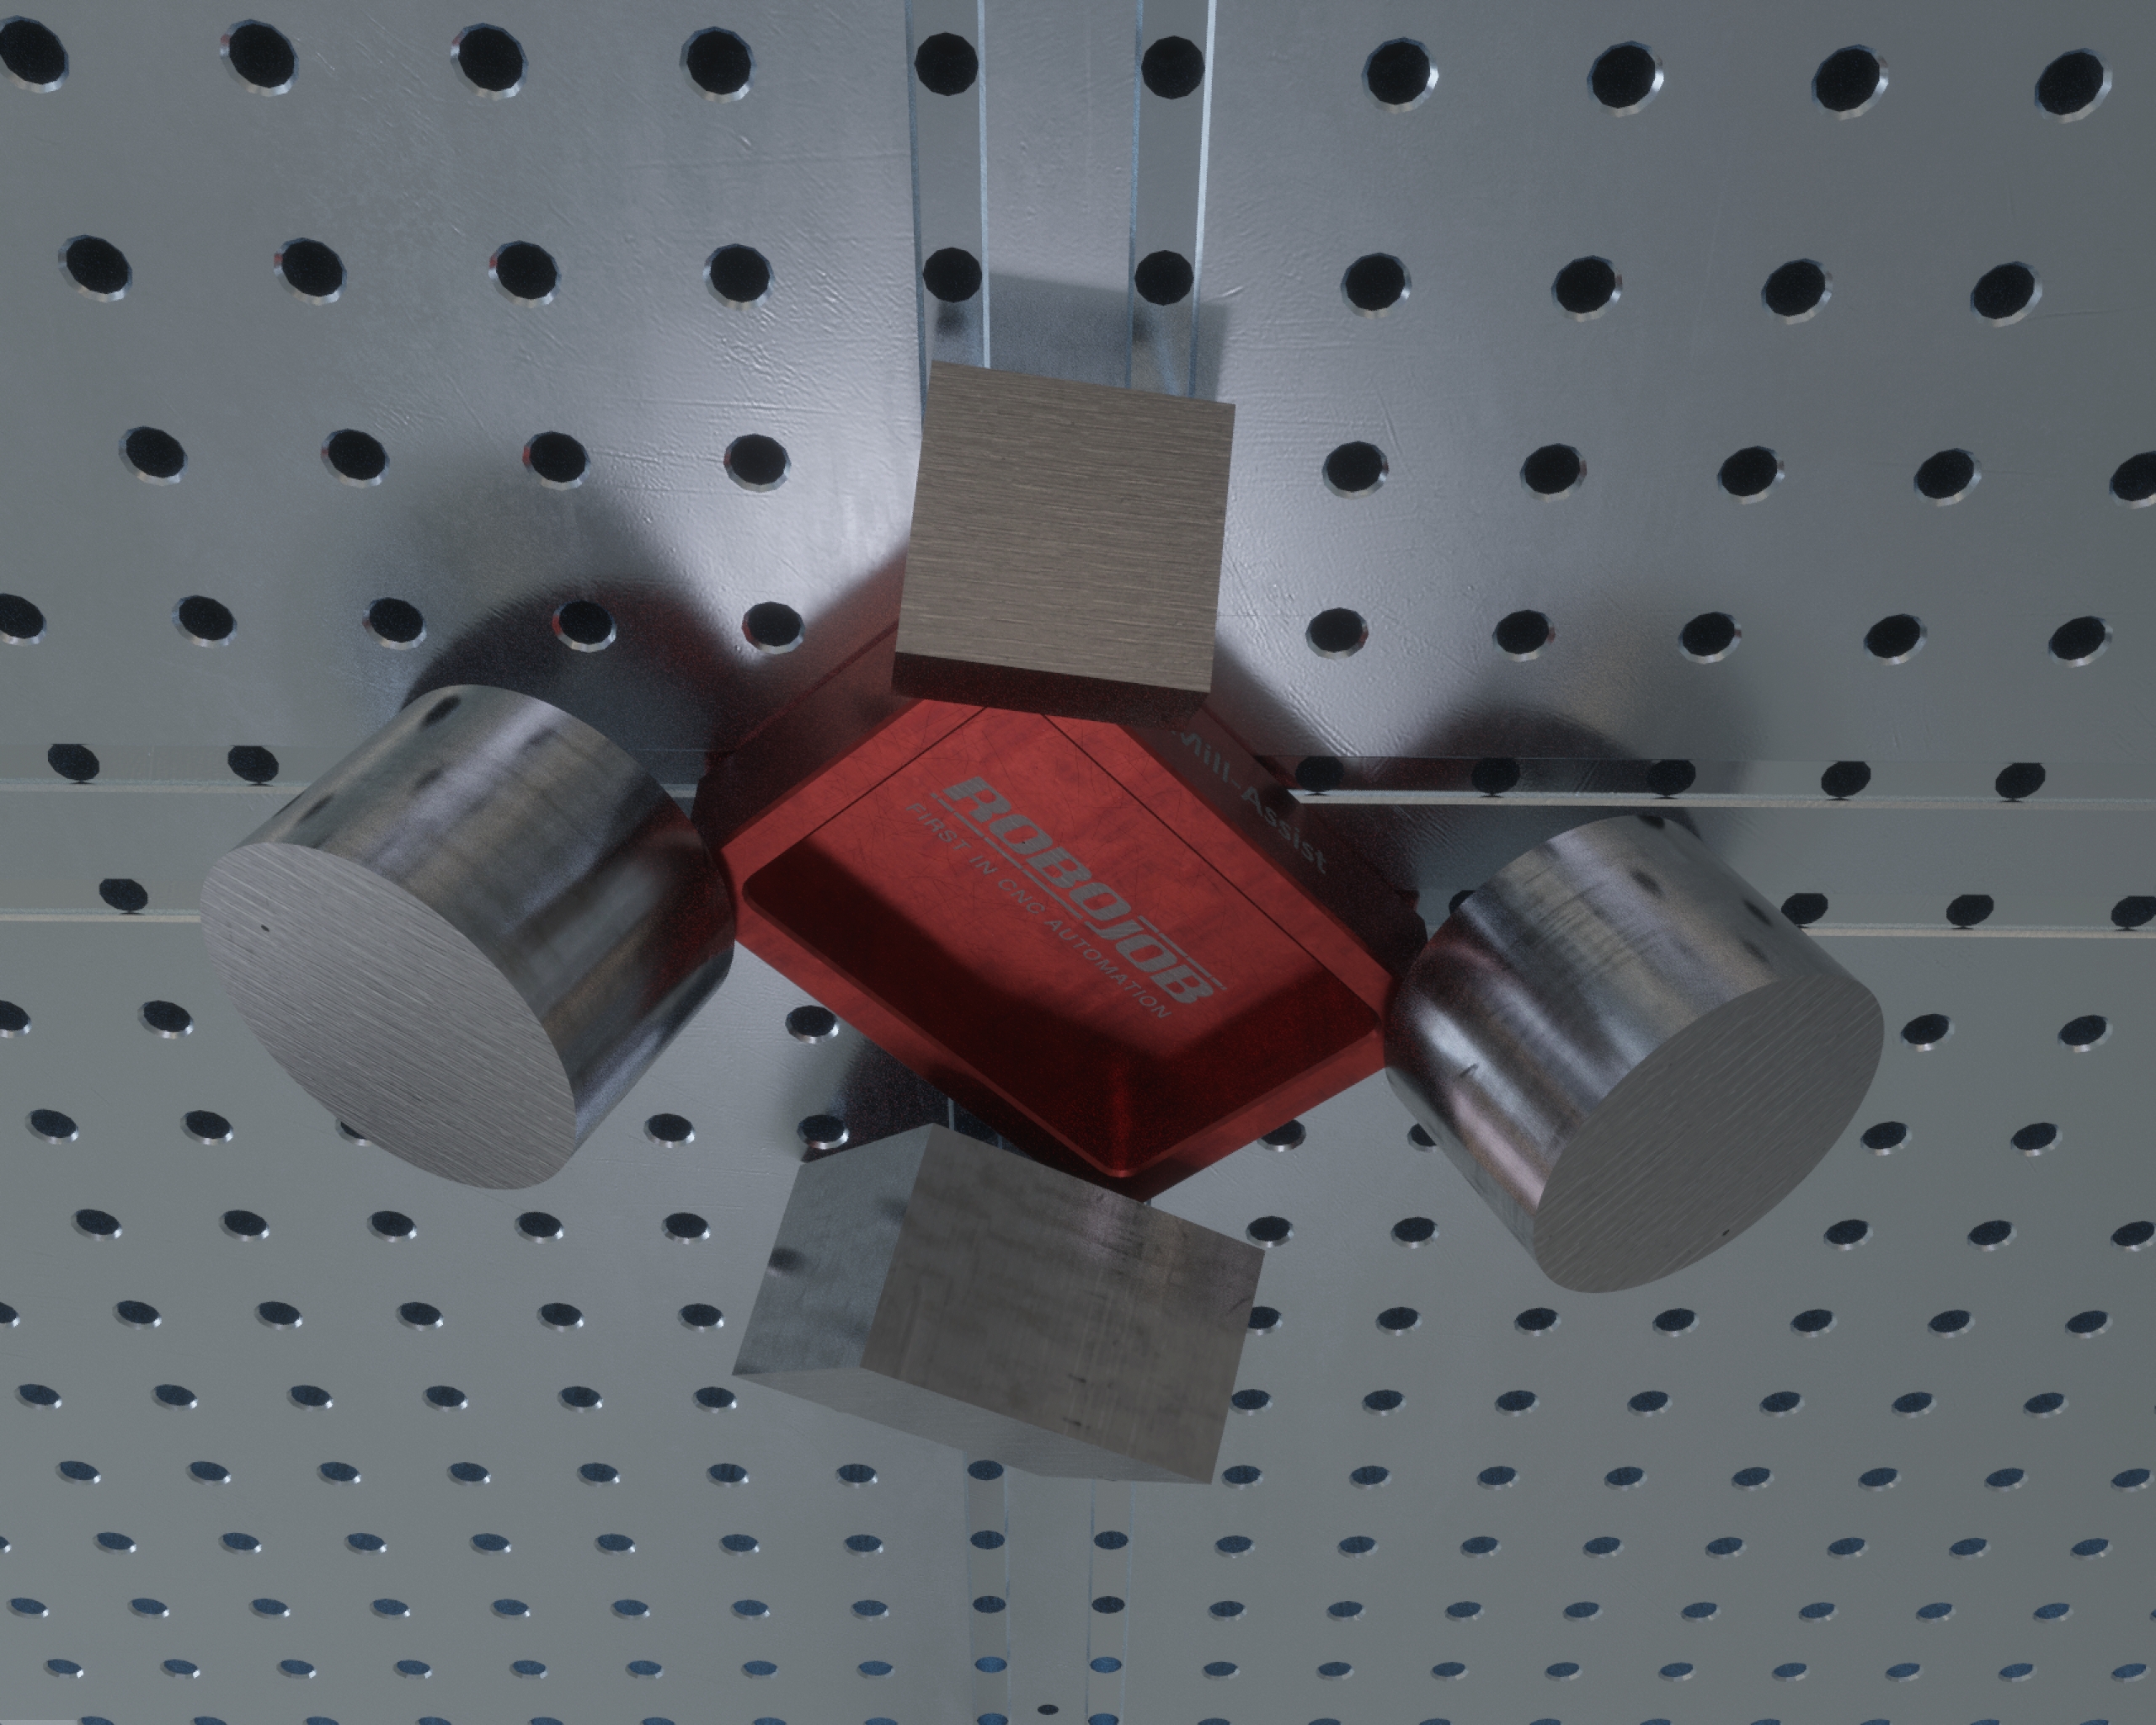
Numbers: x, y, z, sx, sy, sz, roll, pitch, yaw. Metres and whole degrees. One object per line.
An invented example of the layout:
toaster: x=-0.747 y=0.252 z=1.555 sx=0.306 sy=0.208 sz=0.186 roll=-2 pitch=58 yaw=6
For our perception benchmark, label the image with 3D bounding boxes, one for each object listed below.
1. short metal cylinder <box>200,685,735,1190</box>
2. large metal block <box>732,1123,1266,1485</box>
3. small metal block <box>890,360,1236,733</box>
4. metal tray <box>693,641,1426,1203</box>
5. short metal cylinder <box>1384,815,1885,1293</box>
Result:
short metal cylinder: x=-0.112 y=0.014 z=0.386 sx=0.080 sy=0.050 sz=0.079 roll=17 pitch=134 yaw=19
large metal block: x=-0.019 y=0.099 z=0.456 sx=0.080 sy=0.050 sz=0.080 roll=24 pitch=157 yaw=-20
small metal block: x=-0.003 y=-0.052 z=0.347 sx=0.050 sy=0.050 sz=0.025 roll=7 pitch=168 yaw=-6
metal tray: x=-0.001 y=0.010 z=0.415 sx=0.090 sy=0.030 sz=0.130 roll=-34 pitch=123 yaw=25
short metal cylinder: x=0.108 y=0.038 z=0.408 sx=0.081 sy=0.050 sz=0.079 roll=-18 pitch=134 yaw=-20
